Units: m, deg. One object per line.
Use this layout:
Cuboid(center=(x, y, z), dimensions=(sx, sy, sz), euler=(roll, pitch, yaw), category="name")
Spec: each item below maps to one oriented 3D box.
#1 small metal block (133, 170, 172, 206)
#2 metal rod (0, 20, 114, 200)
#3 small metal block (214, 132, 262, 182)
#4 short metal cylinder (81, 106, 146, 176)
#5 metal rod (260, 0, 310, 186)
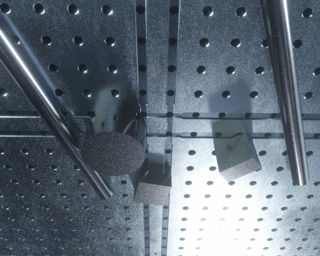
Cuboid(center=(-0.012, 0.096, 0.493), dimensions=(0.050, 0.025, 0.050), euler=(10, 129, -9), category="small metal block")
Cuboid(center=(-0.132, -0.003, 0.407), dimensions=(0.025, 0.025, 0.299), euler=(-14, 129, 11), category="metal rod")
Cuboid(center=(0.107, 0.040, 0.430), dimensions=(0.050, 0.050, 0.025), euler=(-29, 125, 22), category="small metal block")
Cuboid(center=(-0.059, 0.018, 0.410), dimensions=(0.081, 0.050, 0.079), euler=(0, 130, 0), category="short metal cylinder")
Cuboid(center=(0.163, -0.026, 0.390), dimensions=(0.025, 0.025, 0.299), euler=(-17, 128, 14), category="metal rod")
